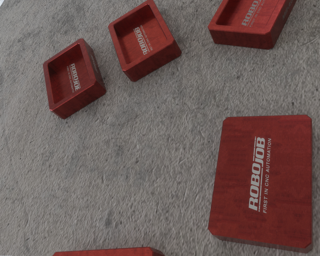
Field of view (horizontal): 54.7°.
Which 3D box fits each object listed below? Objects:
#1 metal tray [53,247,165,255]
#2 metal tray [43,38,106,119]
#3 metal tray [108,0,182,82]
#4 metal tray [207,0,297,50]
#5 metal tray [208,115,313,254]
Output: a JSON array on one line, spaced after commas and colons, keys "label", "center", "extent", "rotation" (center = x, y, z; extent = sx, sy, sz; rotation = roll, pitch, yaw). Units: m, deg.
[{"label": "metal tray", "center": [-0.061, 0.177, 0.324], "extent": [0.130, 0.030, 0.090], "rotation": [-12, 57, 21]}, {"label": "metal tray", "center": [-0.150, -0.087, 0.533], "extent": [0.090, 0.030, 0.130], "rotation": [-30, 52, 8]}, {"label": "metal tray", "center": [-0.029, -0.145, 0.504], "extent": [0.090, 0.030, 0.130], "rotation": [-28, 52, 10]}, {"label": "metal tray", "center": [0.136, -0.174, 0.435], "extent": [0.090, 0.030, 0.130], "rotation": [18, 71, 35]}, {"label": "metal tray", "center": [0.105, 0.050, 0.315], "extent": [0.090, 0.030, 0.130], "rotation": [-1, 61, 27]}]
